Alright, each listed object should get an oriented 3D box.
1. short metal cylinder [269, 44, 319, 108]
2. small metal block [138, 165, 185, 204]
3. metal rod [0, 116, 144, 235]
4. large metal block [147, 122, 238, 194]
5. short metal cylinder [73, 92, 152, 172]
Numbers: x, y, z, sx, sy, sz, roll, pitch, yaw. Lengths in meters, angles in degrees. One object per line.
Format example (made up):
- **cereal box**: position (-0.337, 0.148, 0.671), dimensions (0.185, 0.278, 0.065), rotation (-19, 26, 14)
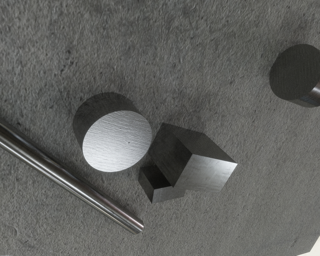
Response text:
- **short metal cylinder**: position (0.206, -0.073, 0.441), dimensions (0.050, 0.080, 0.079), rotation (12, 112, -34)
- **small metal block**: position (0.003, 0.077, 0.442), dimensions (0.050, 0.050, 0.025), rotation (-6, 121, -26)
- **metal rod**: position (-0.111, 0.067, 0.388), dimensions (0.025, 0.025, 0.300), rotation (-41, 130, -1)
- **large metal block**: position (0.042, 0.041, 0.421), dimensions (0.081, 0.080, 0.050), rotation (15, 111, -35)
- **short metal cylinder**: position (-0.056, 0.004, 0.364), dimensions (0.081, 0.050, 0.079), rotation (-14, 125, -21)
